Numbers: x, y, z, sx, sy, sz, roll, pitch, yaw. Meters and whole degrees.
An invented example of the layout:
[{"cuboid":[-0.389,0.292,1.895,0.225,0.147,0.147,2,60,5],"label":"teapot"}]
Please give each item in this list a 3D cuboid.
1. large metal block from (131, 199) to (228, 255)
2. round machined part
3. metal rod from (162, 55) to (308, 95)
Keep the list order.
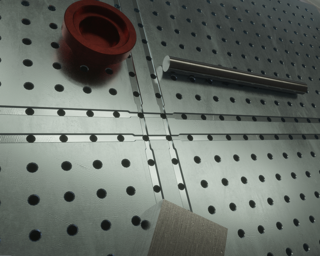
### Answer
[{"cuboid":[0.018,0.133,0.322,0.080,0.050,0.080,28,52,-11],"label":"large metal block"},{"cuboid":[-0.086,-0.126,0.429,0.099,0.042,0.098,14,56,-21],"label":"round machined part"},{"cuboid":[0.145,-0.088,0.542,0.302,0.025,0.025,5,60,-26],"label":"metal rod"}]
